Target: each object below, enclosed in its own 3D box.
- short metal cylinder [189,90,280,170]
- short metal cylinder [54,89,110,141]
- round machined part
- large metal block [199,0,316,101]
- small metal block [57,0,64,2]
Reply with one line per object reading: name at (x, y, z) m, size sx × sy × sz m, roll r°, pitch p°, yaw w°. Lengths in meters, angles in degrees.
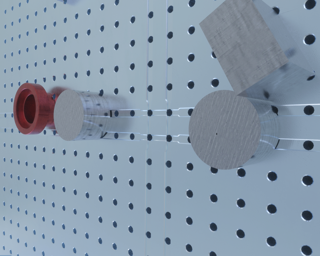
short metal cylinder at (0.078, 0.002, 0.329) m, size 0.080 × 0.050 × 0.080 m, roll 0°, pitch 90°, yaw 40°
short metal cylinder at (-0.126, -0.020, 0.497) m, size 0.080 × 0.050 × 0.080 m, roll 0°, pitch 90°, yaw 40°
round machined part at (-0.238, -0.036, 0.595) m, size 0.098 × 0.042 × 0.097 m, roll 0°, pitch 90°, yaw 40°
large metal block at (0.094, -0.075, 0.296) m, size 0.050 × 0.081 × 0.080 m, roll -35°, pitch 68°, yaw 34°
small metal block at (-0.177, -0.265, 0.556) m, size 0.050 × 0.025 × 0.050 m, roll -22°, pitch 76°, yaw 38°
